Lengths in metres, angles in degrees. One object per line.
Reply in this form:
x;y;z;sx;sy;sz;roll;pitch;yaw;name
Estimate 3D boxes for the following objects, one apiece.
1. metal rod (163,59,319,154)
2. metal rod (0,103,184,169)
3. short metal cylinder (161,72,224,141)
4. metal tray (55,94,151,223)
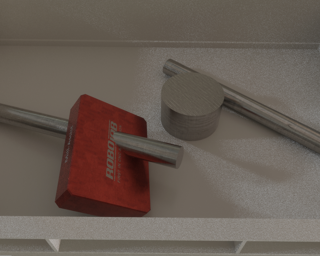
0.130;-0.025;0.427;0.300;0.025;0.025;31;57;23;metal rod
-0.118;0.001;0.379;0.301;0.025;0.025;13;51;19;metal rod
0.042;-0.029;0.414;0.081;0.050;0.080;0;50;0;short metal cylinder
-0.058;0.031;0.344;0.091;0.030;0.130;23;43;-29;metal tray
